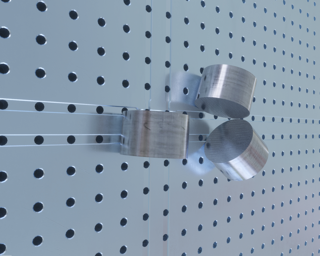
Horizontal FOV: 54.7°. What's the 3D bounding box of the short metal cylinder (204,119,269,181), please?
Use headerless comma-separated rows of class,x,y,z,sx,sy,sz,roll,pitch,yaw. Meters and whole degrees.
short metal cylinder,0.115,0.033,0.469,0.050,0.080,0.080,45,63,-31

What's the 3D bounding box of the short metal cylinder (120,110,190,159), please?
short metal cylinder,-0.006,0.009,0.368,0.081,0.080,0.050,6,86,-40

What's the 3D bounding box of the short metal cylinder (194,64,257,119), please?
short metal cylinder,0.096,-0.051,0.453,0.080,0.080,0.050,26,74,-37
